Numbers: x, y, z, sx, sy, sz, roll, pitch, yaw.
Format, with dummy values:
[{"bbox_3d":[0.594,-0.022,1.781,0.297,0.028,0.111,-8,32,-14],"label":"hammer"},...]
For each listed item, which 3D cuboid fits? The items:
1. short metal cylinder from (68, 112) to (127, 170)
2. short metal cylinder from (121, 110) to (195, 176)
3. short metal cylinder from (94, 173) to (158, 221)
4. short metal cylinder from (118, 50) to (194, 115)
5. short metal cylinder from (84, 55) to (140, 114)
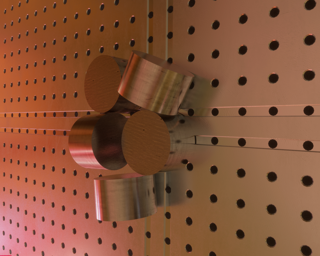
[{"bbox_3d":[-0.081,0.019,0.442,0.050,0.081,0.080,-3,88,39],"label":"short metal cylinder"},{"bbox_3d":[-0.003,0.018,0.396,0.080,0.050,0.079,1,91,39],"label":"short metal cylinder"},{"bbox_3d":[-0.045,0.088,0.410,0.080,0.081,0.050,-8,86,40],"label":"short metal cylinder"},{"bbox_3d":[-0.005,-0.056,0.378,0.080,0.081,0.050,35,111,34],"label":"short metal cylinder"},{"bbox_3d":[-0.064,-0.061,0.445,0.080,0.050,0.079,0,91,41],"label":"short metal cylinder"}]
